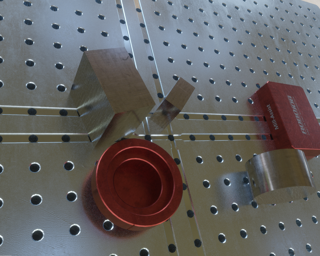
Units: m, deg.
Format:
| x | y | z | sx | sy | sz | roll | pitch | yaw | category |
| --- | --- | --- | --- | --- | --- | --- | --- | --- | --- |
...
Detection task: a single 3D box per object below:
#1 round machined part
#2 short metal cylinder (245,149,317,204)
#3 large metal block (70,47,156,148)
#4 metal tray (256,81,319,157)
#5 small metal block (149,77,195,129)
| x | y | z | sx | sy | sz | roll | pitch | yaw | category |
| --- | --- | --- | --- | --- | --- | --- | --- | --- | --- |
| -0.028 | 0.064 | 0.343 | 0.099 | 0.042 | 0.098 | 14 | 56 | -21 | round machined part |
| 0.160 | 0.067 | 0.418 | 0.081 | 0.080 | 0.050 | 8 | 58 | -24 | short metal cylinder |
| -0.059 | -0.035 | 0.362 | 0.050 | 0.080 | 0.080 | -17 | 71 | -35 | large metal block |
| 0.228 | -0.016 | 0.537 | 0.091 | 0.030 | 0.130 | 4 | 60 | -26 | metal tray |
| 0.017 | -0.034 | 0.421 | 0.025 | 0.050 | 0.050 | 36 | 51 | -4 | small metal block |
